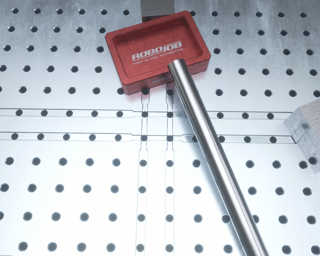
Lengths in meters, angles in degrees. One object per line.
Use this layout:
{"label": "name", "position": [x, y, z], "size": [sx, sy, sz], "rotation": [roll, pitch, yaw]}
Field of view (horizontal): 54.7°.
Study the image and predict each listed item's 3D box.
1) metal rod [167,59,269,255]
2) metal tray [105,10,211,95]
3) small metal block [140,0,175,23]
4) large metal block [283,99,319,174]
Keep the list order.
{"label": "metal rod", "position": [0.074, 0.051, 0.377], "size": [0.025, 0.025, 0.299], "rotation": [-20, 77, -7]}
{"label": "metal tray", "position": [-0.004, -0.111, 0.449], "size": [0.131, 0.030, 0.090], "rotation": [-19, 71, -7]}
{"label": "small metal block", "position": [-0.004, -0.186, 0.480], "size": [0.050, 0.025, 0.050], "rotation": [-5, 70, -2]}
{"label": "large metal block", "position": [0.224, 0.003, 0.399], "size": [0.080, 0.050, 0.080], "rotation": [-22, 72, -8]}
